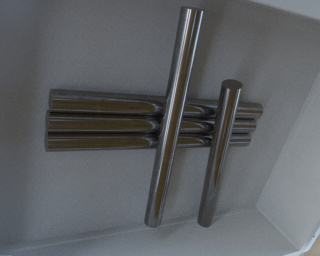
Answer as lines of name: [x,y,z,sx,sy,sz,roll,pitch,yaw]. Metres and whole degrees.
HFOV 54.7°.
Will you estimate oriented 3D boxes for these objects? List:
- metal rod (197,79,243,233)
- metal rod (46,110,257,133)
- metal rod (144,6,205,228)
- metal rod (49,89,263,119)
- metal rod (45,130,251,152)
metal rod: [0.083,0.063,0.468,0.025,0.025,0.298,-15,132,-20]
metal rod: [0.010,-0.006,0.410,0.303,0.025,0.025,1,118,-29]
metal rod: [0.012,0.007,0.387,0.025,0.025,0.298,-5,121,-26]
metal rod: [0.017,-0.028,0.401,0.303,0.025,0.025,1,118,-29]
metal rod: [0.004,0.016,0.421,0.303,0.025,0.025,1,118,-29]
